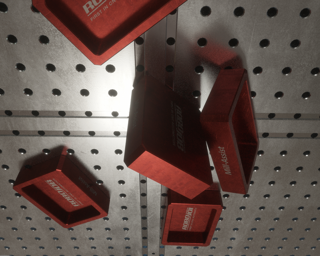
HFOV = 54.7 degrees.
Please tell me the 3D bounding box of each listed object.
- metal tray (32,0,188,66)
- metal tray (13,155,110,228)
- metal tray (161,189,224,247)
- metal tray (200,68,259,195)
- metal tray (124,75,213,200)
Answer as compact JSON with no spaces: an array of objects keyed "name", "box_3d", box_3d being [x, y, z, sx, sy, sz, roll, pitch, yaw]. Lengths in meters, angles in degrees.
[{"name":"metal tray","box_3d":[-0.043,-0.131,0.296,0.130,0.030,0.090,-31,124,23]},{"name":"metal tray","box_3d":[-0.153,0.107,0.496,0.090,0.030,0.130,-21,127,17]},{"name":"metal tray","box_3d":[0.052,0.161,0.546,0.091,0.030,0.129,3,130,-4]},{"name":"metal tray","box_3d":[0.089,0.006,0.372,0.030,0.090,0.130,2,135,29]},{"name":"metal tray","box_3d":[0.010,0.005,0.347,0.090,0.130,0.030,31,123,-24]}]
